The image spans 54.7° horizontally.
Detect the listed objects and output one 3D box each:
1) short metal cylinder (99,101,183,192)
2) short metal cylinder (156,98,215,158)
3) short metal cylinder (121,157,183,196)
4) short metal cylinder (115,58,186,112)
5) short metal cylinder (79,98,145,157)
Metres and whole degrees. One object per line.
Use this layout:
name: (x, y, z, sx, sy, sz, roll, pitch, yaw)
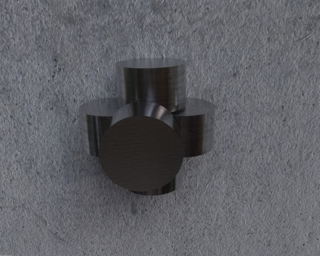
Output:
short metal cylinder: (-0.018, 0.017, 0.318, 0.081, 0.050, 0.079, 0, 110, -1)
short metal cylinder: (0.026, -0.004, 0.381, 0.081, 0.080, 0.050, 0, 110, 0)
short metal cylinder: (-0.010, 0.043, 0.397, 0.081, 0.080, 0.050, 0, 110, -1)
short metal cylinder: (-0.010, -0.052, 0.362, 0.081, 0.080, 0.050, -2, 110, 0)
short metal cylinder: (-0.055, -0.003, 0.380, 0.081, 0.080, 0.050, -1, 110, 0)
